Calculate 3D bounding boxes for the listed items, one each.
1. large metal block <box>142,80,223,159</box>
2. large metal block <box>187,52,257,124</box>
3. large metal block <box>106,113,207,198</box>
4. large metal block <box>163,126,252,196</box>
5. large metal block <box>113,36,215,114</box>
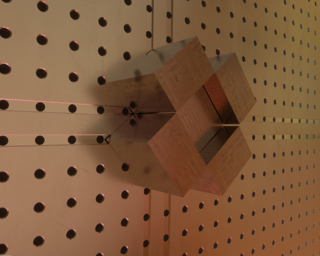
[{"bbox_3d":[0.027,-0.011,0.413,0.080,0.050,0.080,-45,116,-28],"label":"large metal block"},{"bbox_3d":[0.075,-0.052,0.435,0.050,0.080,0.080,-46,118,-30],"label":"large metal block"},{"bbox_3d":[-0.004,0.030,0.368,0.050,0.080,0.080,-46,118,-30],"label":"large metal block"},{"bbox_3d":[0.066,0.041,0.429,0.080,0.080,0.050,-44,117,-31],"label":"large metal block"},{"bbox_3d":[0.005,-0.062,0.376,0.080,0.080,0.050,-46,118,-30],"label":"large metal block"}]
